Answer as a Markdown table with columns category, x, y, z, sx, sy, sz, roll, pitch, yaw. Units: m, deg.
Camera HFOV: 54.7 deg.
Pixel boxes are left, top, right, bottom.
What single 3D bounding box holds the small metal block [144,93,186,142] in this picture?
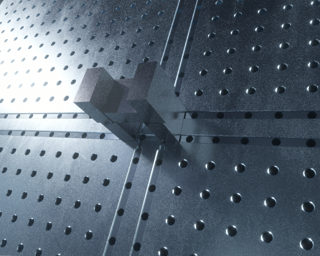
| category | x | y | z | sx | sy | sz | roll | pitch | yaw |
| --- | --- | --- | --- | --- | --- | --- | --- | --- | --- |
| small metal block | 0.008 | -0.016 | 0.396 | 0.025 | 0.050 | 0.050 | -1 | 62 | 28 |

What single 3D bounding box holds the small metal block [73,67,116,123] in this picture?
| category | x | y | z | sx | sy | sz | roll | pitch | yaw |
| --- | --- | --- | --- | --- | --- | --- | --- | --- | --- |
| small metal block | -0.075 | -0.040 | 0.389 | 0.025 | 0.050 | 0.050 | 1 | 62 | 29 |

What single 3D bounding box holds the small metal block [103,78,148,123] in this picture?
| category | x | y | z | sx | sy | sz | roll | pitch | yaw |
| --- | --- | --- | --- | --- | --- | --- | --- | --- | --- |
| small metal block | -0.036 | -0.034 | 0.383 | 0.050 | 0.025 | 0.050 | 1 | 62 | 28 |

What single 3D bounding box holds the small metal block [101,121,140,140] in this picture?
| category | x | y | z | sx | sy | sz | roll | pitch | yaw |
| --- | --- | --- | --- | --- | --- | --- | --- | --- | --- |
| small metal block | -0.050 | -0.017 | 0.426 | 0.025 | 0.050 | 0.050 | 1 | 62 | 28 |

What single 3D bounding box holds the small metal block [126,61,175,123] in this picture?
| category | x | y | z | sx | sy | sz | roll | pitch | yaw |
| --- | --- | --- | --- | --- | --- | --- | --- | --- | --- |
| small metal block | -0.009 | -0.040 | 0.354 | 0.025 | 0.050 | 0.050 | 1 | 62 | 29 |
